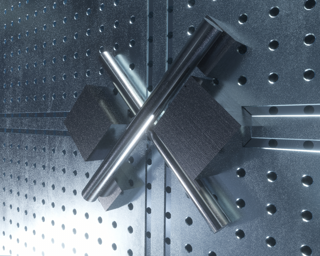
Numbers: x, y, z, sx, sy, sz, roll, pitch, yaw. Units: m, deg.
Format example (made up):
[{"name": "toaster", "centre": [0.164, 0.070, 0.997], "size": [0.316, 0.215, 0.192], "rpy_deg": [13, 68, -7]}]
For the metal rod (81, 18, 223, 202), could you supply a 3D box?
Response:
[{"name": "metal rod", "centre": [-0.024, -0.005, 0.396], "size": [0.298, 0.025, 0.025], "rpy_deg": [-52, 60, 27]}]

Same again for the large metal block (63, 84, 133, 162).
[{"name": "large metal block", "centre": [-0.092, -0.007, 0.469], "size": [0.080, 0.050, 0.080], "rpy_deg": [-51, 61, 28]}]

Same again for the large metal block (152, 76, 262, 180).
[{"name": "large metal block", "centre": [0.051, 0.000, 0.351], "size": [0.080, 0.050, 0.080], "rpy_deg": [51, 120, 28]}]

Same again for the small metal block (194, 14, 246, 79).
[{"name": "small metal block", "centre": [0.061, -0.093, 0.360], "size": [0.050, 0.025, 0.050], "rpy_deg": [-52, 60, 27]}]

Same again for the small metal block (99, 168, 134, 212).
[{"name": "small metal block", "centre": [-0.073, 0.089, 0.470], "size": [0.050, 0.025, 0.050], "rpy_deg": [52, 120, 27]}]

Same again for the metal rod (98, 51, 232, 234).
[{"name": "metal rod", "centre": [-0.007, 0.002, 0.414], "size": [0.025, 0.025, 0.299], "rpy_deg": [-50, 61, 28]}]
